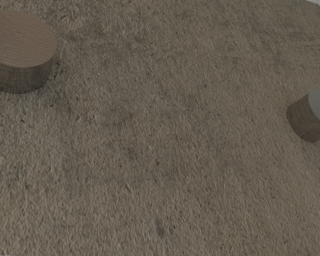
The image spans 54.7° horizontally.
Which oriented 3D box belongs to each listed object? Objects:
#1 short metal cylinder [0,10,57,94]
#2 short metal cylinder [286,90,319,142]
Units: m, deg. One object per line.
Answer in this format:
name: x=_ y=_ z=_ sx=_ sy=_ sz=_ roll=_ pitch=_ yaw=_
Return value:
short metal cylinder: x=-0.163 y=-0.086 z=0.352 sx=0.081 sy=0.050 sz=0.080 roll=14 pitch=56 yaw=-21
short metal cylinder: x=0.274 y=-0.021 z=0.548 sx=0.081 sy=0.050 sz=0.080 roll=14 pitch=56 yaw=-21
